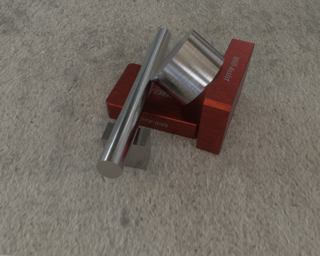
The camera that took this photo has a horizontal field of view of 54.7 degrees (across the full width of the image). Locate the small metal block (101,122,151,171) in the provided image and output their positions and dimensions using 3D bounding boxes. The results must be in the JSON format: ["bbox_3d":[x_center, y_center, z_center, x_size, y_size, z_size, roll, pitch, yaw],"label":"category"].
[{"bbox_3d":[-0.038,0.023,0.369,0.050,0.050,0.025,10,51,8],"label":"small metal block"}]

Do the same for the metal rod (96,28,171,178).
[{"bbox_3d":[-0.021,-0.057,0.402,0.025,0.025,0.300,8,41,6],"label":"metal rod"}]

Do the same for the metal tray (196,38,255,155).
[{"bbox_3d":[0.085,-0.042,0.399,0.030,0.089,0.130,18,52,14],"label":"metal tray"}]

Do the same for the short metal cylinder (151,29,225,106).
[{"bbox_3d":[0.033,-0.075,0.384,0.050,0.080,0.080,38,53,-12],"label":"short metal cylinder"}]

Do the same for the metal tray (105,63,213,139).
[{"bbox_3d":[0.002,-0.041,0.435,0.131,0.030,0.090,14,51,11],"label":"metal tray"}]
